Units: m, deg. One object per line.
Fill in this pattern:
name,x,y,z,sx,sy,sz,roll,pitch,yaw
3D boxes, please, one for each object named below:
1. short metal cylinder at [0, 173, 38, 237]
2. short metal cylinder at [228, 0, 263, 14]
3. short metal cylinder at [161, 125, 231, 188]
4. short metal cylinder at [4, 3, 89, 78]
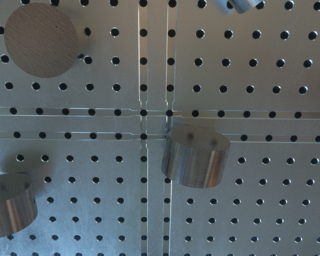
short metal cylinder,-0.213,0.102,0.420,0.080,0.080,0.050,-2,110,1
short metal cylinder,0.100,-0.167,0.323,0.080,0.080,0.050,-41,105,13
short metal cylinder,0.045,0.034,0.397,0.081,0.080,0.050,9,110,-3
short metal cylinder,-0.129,-0.103,0.361,0.081,0.050,0.079,0,110,0
